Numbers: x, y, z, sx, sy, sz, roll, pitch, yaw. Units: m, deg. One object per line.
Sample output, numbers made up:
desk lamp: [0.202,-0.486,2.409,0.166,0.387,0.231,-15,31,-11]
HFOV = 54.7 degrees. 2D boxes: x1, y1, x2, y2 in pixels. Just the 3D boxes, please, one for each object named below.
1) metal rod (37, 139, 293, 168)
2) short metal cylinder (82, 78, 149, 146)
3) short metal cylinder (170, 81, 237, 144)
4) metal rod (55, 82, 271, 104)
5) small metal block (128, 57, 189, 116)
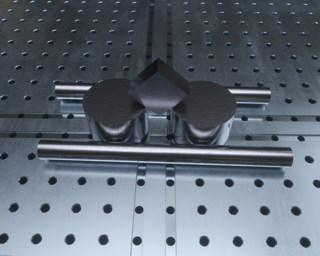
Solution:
metal rod: [0.005,0.031,0.377,0.302,0.025,0.025,2,50,1]
short metal cylinder: [-0.055,-0.019,0.403,0.081,0.050,0.080,0,50,0]
short metal cylinder: [0.054,-0.016,0.401,0.081,0.050,0.080,0,50,0]
metal rod: [0.004,-0.050,0.445,0.302,0.025,0.025,2,50,1]
small metal block: [-0.001,-0.047,0.366,0.050,0.050,0.025,33,42,-30]
